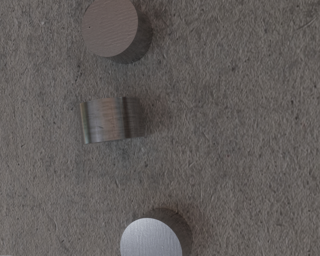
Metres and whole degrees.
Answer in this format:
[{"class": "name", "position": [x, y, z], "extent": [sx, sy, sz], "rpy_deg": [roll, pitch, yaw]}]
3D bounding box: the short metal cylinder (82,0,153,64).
[{"class": "short metal cylinder", "position": [-0.056, -0.130, 0.415], "extent": [0.080, 0.050, 0.080], "rpy_deg": [0, 90, 20]}]

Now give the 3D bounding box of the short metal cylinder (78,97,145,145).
[{"class": "short metal cylinder", "position": [-0.063, -0.008, 0.402], "extent": [0.080, 0.080, 0.050], "rpy_deg": [-8, 87, 20]}]

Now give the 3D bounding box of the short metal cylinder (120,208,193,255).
[{"class": "short metal cylinder", "position": [-0.003, 0.148, 0.397], "extent": [0.080, 0.050, 0.080], "rpy_deg": [0, 90, 20]}]
